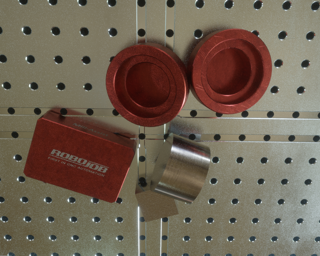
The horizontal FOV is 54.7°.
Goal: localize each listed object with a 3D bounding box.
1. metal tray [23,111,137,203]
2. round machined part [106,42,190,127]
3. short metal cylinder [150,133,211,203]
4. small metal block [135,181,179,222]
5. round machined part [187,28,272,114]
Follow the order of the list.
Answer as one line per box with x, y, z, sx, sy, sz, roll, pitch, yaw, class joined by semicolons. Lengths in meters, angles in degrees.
-0.108;0.041;0.425;0.131;0.030;0.089;20;109;-8;metal tray
-0.012;-0.054;0.374;0.098;0.042;0.097;7;114;16;round machined part
0.025;0.052;0.404;0.050;0.080;0.079;20;109;-8;short metal cylinder
-0.004;0.104;0.452;0.050;0.025;0.050;-15;110;5;small metal block
0.080;-0.069;0.374;0.099;0.042;0.097;-3;107;-11;round machined part
